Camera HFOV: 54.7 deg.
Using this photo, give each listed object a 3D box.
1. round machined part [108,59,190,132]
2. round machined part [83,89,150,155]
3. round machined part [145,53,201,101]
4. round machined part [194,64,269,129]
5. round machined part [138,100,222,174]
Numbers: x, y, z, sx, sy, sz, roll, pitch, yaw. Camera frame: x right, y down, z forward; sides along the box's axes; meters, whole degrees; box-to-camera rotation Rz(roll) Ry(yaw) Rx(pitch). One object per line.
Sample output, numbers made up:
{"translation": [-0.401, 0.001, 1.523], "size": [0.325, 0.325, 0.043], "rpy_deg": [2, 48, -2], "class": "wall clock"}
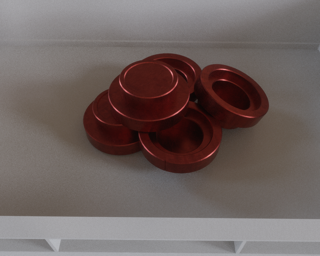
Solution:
{"translation": [-0.013, -0.046, 0.374], "size": [0.099, 0.042, 0.098], "rpy_deg": [0, 50, 0], "class": "round machined part"}
{"translation": [-0.050, -0.016, 0.403], "size": [0.099, 0.042, 0.098], "rpy_deg": [0, 50, 0], "class": "round machined part"}
{"translation": [0.011, -0.060, 0.443], "size": [0.099, 0.042, 0.098], "rpy_deg": [0, 50, 0], "class": "round machined part"}
{"translation": [0.089, -0.037, 0.410], "size": [0.099, 0.042, 0.098], "rpy_deg": [14, 45, -15], "class": "round machined part"}
{"translation": [0.024, 0.014, 0.380], "size": [0.099, 0.042, 0.098], "rpy_deg": [0, 50, 0], "class": "round machined part"}
